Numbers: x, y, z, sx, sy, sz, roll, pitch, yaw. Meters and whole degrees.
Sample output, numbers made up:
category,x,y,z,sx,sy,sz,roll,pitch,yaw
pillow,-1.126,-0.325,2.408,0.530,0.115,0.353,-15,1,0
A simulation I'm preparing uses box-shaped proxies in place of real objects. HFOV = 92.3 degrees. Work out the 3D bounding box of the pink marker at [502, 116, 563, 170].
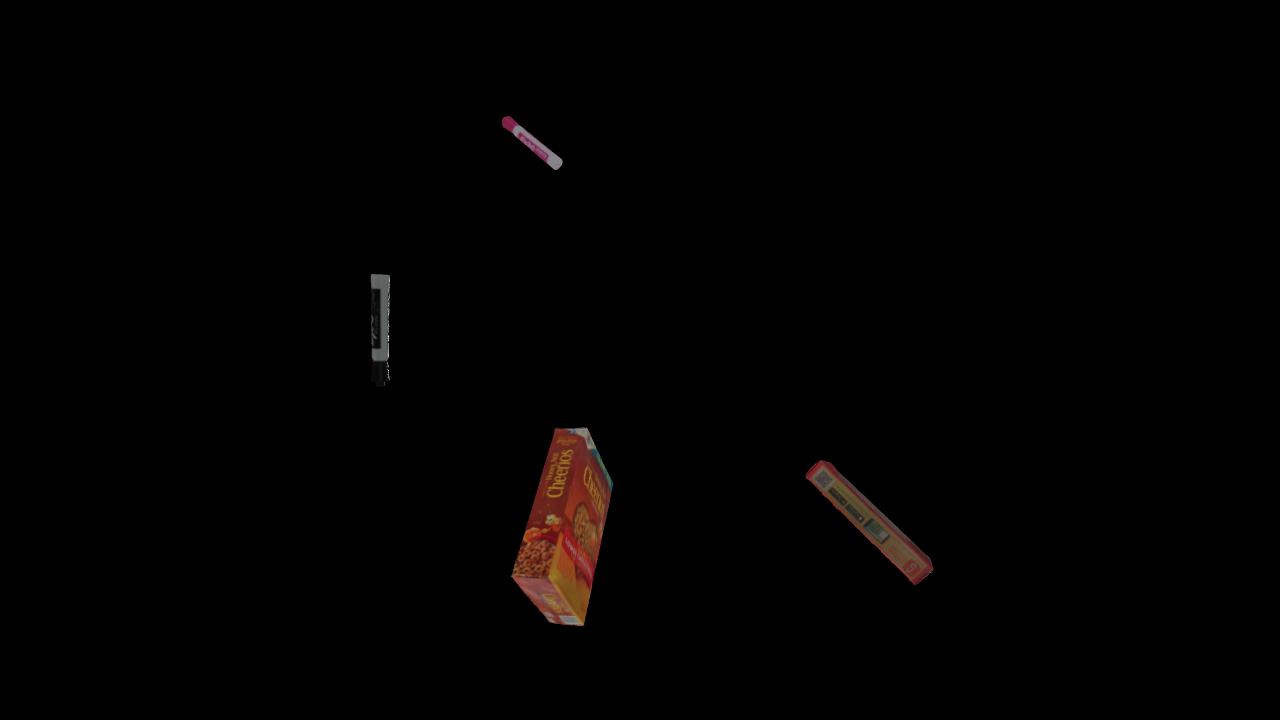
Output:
category,x,y,z,sx,sy,sz,roll,pitch,yaw
pink marker,-0.162,-0.324,0.913,0.121,0.020,0.020,43,14,15

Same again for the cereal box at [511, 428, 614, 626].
category,x,y,z,sx,sy,sz,roll,pitch,yaw
cereal box,-0.132,0.305,1.151,0.081,0.306,0.203,-2,-44,15

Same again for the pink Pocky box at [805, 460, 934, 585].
category,x,y,z,sx,sy,sz,roll,pitch,yaw
pink Pocky box,0.255,0.177,0.689,0.155,0.029,0.084,46,9,23

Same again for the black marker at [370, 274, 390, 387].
category,x,y,z,sx,sy,sz,roll,pitch,yaw
black marker,-0.280,-0.031,0.663,0.020,0.121,0.020,3,6,0
